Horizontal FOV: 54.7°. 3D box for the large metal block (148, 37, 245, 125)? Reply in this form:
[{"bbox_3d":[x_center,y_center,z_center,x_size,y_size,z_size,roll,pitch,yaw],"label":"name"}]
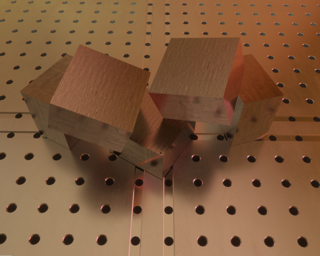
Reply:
[{"bbox_3d":[0.044,-0.054,0.347,0.080,0.050,0.080,7,62,25],"label":"large metal block"}]

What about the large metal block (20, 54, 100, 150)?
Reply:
[{"bbox_3d":[-0.118,-0.034,0.398,0.050,0.080,0.080,24,54,18],"label":"large metal block"}]

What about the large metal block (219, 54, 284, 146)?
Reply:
[{"bbox_3d":[0.106,-0.036,0.404,0.050,0.080,0.080,-13,51,-11],"label":"large metal block"}]

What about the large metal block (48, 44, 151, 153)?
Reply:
[{"bbox_3d":[-0.064,-0.030,0.331,0.080,0.050,0.080,20,57,-10],"label":"large metal block"}]

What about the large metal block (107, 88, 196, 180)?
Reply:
[{"bbox_3d":[-0.010,0.004,0.387,0.080,0.050,0.080,26,54,19],"label":"large metal block"}]
